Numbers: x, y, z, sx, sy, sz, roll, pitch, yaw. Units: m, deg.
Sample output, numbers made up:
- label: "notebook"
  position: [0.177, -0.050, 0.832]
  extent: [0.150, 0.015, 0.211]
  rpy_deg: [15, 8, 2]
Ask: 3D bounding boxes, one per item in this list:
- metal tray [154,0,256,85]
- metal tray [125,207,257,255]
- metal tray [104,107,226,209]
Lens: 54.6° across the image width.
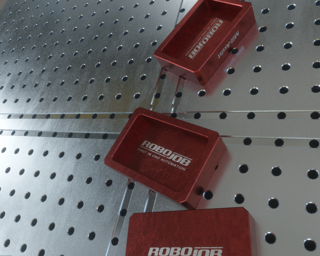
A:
- label: "metal tray"
  position: [0.064, -0.133, 0.453]
  extent: [0.090, 0.030, 0.130]
  rpy_deg: [32, 79, 38]
- label: "metal tray"
  position: [0.028, 0.131, 0.311]
  extent: [0.130, 0.030, 0.090]
  rpy_deg: [-10, 57, 23]
- label: "metal tray"
  position: [0.003, 0.032, 0.384]
  extent: [0.130, 0.030, 0.090]
  rpy_deg: [20, 72, 35]
